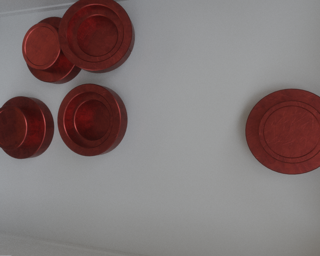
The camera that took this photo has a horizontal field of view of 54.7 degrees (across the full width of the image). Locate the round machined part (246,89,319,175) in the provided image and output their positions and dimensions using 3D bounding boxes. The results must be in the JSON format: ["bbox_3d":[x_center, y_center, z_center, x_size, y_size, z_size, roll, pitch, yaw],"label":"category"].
[{"bbox_3d":[0.147,0.004,0.349,0.098,0.042,0.097,0,90,20],"label":"round machined part"}]

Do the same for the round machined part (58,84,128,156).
[{"bbox_3d":[-0.089,-0.011,0.433,0.098,0.042,0.097,0,90,20],"label":"round machined part"}]

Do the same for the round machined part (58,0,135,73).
[{"bbox_3d":[-0.083,-0.123,0.423,0.099,0.042,0.097,0,89,5],"label":"round machined part"}]

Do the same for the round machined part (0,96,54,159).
[{"bbox_3d":[-0.218,-0.001,0.478,0.098,0.042,0.097,0,90,20],"label":"round machined part"}]

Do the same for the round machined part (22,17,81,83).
[{"bbox_3d":[-0.162,-0.116,0.459,0.098,0.042,0.097,0,90,20],"label":"round machined part"}]
